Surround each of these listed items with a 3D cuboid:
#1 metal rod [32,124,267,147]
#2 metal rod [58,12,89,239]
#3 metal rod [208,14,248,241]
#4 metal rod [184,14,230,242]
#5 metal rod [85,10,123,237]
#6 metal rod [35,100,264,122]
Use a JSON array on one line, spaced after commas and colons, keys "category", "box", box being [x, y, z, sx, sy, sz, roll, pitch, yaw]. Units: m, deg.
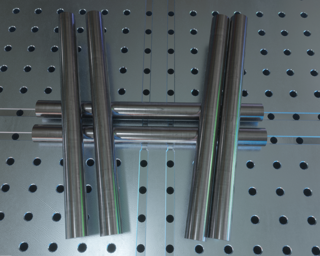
[{"category": "metal rod", "box": [-0.013, 0.010, 0.409, 0.302, 0.025, 0.025, 1, 70, 0]}, {"category": "metal rod", "box": [-0.112, -0.018, 0.392, 0.025, 0.025, 0.299, -8, 70, -3]}, {"category": "metal rod", "box": [0.089, -0.016, 0.392, 0.025, 0.025, 0.299, 9, 70, 3]}, {"category": "metal rod", "box": [0.063, -0.015, 0.392, 0.025, 0.025, 0.299, 9, 70, 3]}, {"category": "metal rod", "box": [-0.074, -0.021, 0.393, 0.025, 0.025, 0.299, -7, 70, -3]}, {"category": "metal rod", "box": [-0.014, -0.023, 0.421, 0.302, 0.025, 0.025, 1, 70, 0]}]
